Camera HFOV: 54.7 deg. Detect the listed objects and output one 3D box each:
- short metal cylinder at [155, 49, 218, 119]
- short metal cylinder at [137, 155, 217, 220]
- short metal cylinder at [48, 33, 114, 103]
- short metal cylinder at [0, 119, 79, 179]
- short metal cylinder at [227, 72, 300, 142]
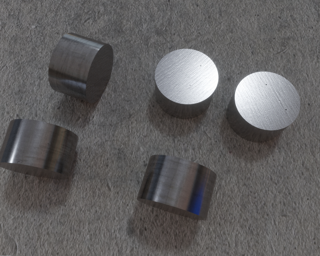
[{"bbox_3d":[0.034,-0.058,0.416,0.081,0.050,0.080,0,70,0],"label":"short metal cylinder"},{"bbox_3d":[0.019,0.069,0.354,0.080,0.080,0.050,16,71,5],"label":"short metal cylinder"},{"bbox_3d":[-0.101,-0.078,0.407,0.050,0.080,0.080,19,71,7],"label":"short metal cylinder"},{"bbox_3d":[-0.143,0.027,0.368,0.080,0.080,0.050,8,70,3],"label":"short metal cylinder"},{"bbox_3d":[0.133,-0.026,0.405,0.081,0.050,0.080,0,70,0],"label":"short metal cylinder"}]
